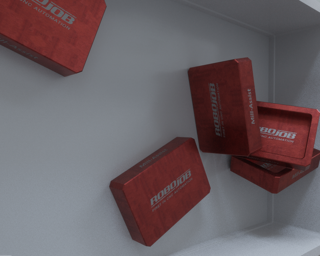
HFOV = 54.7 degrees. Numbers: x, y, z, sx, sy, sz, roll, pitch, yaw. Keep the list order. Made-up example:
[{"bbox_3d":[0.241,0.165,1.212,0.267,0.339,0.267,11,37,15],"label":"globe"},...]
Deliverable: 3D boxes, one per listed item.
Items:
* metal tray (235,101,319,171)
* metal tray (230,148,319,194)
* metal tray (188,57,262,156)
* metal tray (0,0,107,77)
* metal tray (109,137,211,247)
[{"bbox_3d":[0.170,0.007,0.484,0.030,0.130,0.090,46,58,-61],"label":"metal tray"},{"bbox_3d":[0.194,0.055,0.520,0.131,0.090,0.030,-18,120,-34],"label":"metal tray"},{"bbox_3d":[0.091,-0.028,0.442,0.030,0.090,0.129,-17,101,-39],"label":"metal tray"},{"bbox_3d":[-0.125,-0.118,0.299,0.131,0.030,0.090,26,73,-37],"label":"metal tray"},{"bbox_3d":[0.006,0.079,0.411,0.131,0.030,0.090,-32,110,-36],"label":"metal tray"}]
